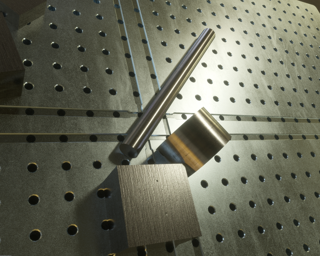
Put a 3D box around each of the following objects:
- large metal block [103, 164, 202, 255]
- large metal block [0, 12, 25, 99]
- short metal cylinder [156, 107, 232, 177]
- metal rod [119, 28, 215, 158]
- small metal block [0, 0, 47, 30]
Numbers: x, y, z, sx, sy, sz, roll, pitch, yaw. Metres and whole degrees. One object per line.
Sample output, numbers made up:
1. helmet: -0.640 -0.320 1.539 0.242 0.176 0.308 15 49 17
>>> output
1. large metal block: -0.011 0.086 0.335 0.081 0.050 0.080 2 61 -28
2. large metal block: -0.201 -0.074 0.330 0.081 0.050 0.080 -16 70 -35
3. short metal cylinder: 0.042 0.019 0.386 0.050 0.080 0.080 48 51 5
4. metal rod: 0.025 -0.071 0.466 0.025 0.025 0.301 36 51 -5
5. small metal block: -0.188 -0.165 0.408 0.050 0.025 0.050 38 51 -3
